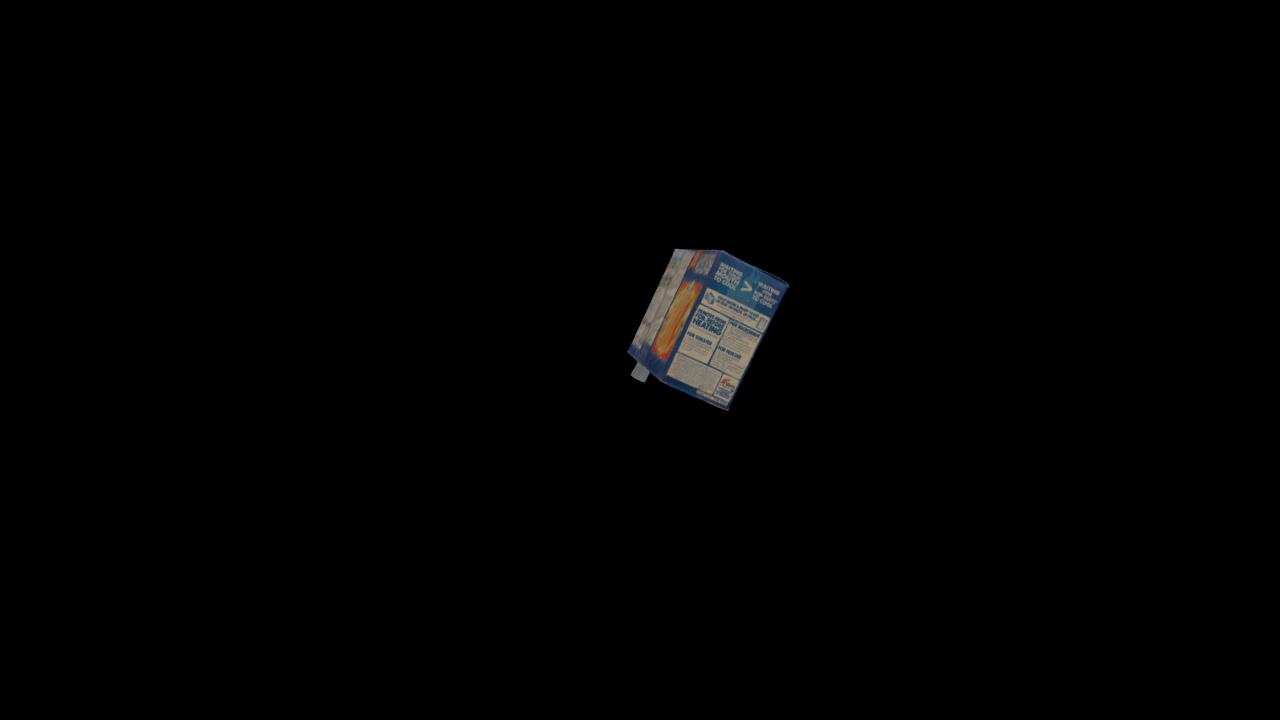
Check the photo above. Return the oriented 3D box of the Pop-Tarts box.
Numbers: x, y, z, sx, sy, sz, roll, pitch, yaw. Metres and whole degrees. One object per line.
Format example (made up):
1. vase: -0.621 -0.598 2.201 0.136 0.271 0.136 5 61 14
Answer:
1. Pop-Tarts box: 0.065 -0.041 0.672 0.083 0.141 0.167 23 4 -16

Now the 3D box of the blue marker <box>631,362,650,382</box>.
1. blue marker: 0.025 -0.031 0.722 0.020 0.121 0.020 28 -7 4
